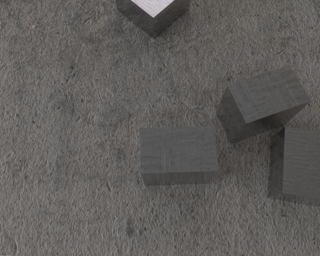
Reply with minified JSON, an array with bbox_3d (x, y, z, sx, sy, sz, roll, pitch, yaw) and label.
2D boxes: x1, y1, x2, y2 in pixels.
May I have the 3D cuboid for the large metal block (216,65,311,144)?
[{"bbox_3d":[0.124,-0.026,0.389,0.080,0.080,0.050,-19,71,-7],"label":"large metal block"}]

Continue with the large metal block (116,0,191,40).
[{"bbox_3d":[-0.010,-0.195,0.466,0.080,0.050,0.080,42,75,13],"label":"large metal block"}]

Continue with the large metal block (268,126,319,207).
[{"bbox_3d":[0.182,0.050,0.378,0.080,0.050,0.080,9,70,3],"label":"large metal block"}]

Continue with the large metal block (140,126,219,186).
[{"bbox_3d":[0.020,0.036,0.366,0.081,0.080,0.050,-2,70,-1],"label":"large metal block"}]
